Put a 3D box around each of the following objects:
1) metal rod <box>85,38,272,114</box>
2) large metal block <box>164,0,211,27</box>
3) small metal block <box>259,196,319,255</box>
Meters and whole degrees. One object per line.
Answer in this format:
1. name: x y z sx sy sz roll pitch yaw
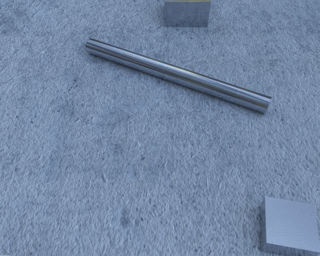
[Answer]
1. metal rod: 0.017 -0.085 0.474 0.301 0.025 0.025 22 53 17
2. large metal block: 0.048 -0.235 0.585 0.081 0.050 0.080 0 50 -1
3. small metal block: 0.131 0.103 0.319 0.050 0.025 0.050 8 50 6
